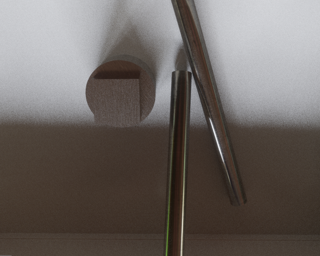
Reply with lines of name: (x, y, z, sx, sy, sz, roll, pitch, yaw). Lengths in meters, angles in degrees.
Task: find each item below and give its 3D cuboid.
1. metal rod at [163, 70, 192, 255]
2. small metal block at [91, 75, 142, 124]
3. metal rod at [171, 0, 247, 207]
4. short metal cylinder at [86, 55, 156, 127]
metal rod: (0.020, 0.079, 0.375, 0.025, 0.025, 0.298, 3, 85, -2)
small metal block: (-0.047, -0.032, 0.345, 0.050, 0.025, 0.050, -1, 110, 0)
metal rod: (0.068, -0.026, 0.402, 0.025, 0.025, 0.298, -17, 110, 6)
short metal cylinder: (-0.046, -0.047, 0.380, 0.081, 0.050, 0.079, 0, 110, -1)
